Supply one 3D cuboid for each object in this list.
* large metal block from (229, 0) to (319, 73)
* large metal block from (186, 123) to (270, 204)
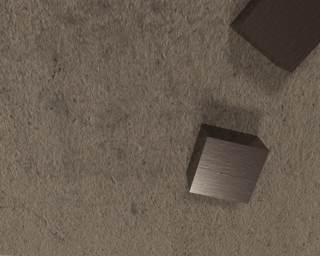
[{"bbox_3d":[0.141,-0.123,0.353,0.080,0.050,0.080,36,106,-13],"label":"large metal block"},{"bbox_3d":[0.087,0.047,0.415,0.081,0.050,0.079,13,110,-5],"label":"large metal block"}]
